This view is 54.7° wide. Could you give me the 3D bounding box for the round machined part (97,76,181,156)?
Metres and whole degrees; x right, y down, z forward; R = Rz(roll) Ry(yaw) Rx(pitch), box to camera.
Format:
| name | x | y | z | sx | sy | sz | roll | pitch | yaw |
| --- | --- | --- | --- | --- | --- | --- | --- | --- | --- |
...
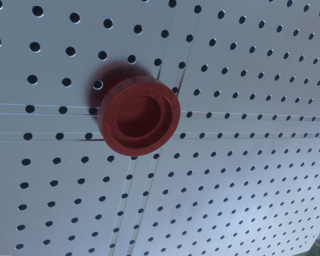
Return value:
| name | x | y | z | sx | sy | sz | roll | pitch | yaw |
| --- | --- | --- | --- | --- | --- | --- | --- | --- | --- |
| round machined part | -0.028 | -0.017 | 0.375 | 0.099 | 0.042 | 0.097 | -14 | 125 | -21 |
